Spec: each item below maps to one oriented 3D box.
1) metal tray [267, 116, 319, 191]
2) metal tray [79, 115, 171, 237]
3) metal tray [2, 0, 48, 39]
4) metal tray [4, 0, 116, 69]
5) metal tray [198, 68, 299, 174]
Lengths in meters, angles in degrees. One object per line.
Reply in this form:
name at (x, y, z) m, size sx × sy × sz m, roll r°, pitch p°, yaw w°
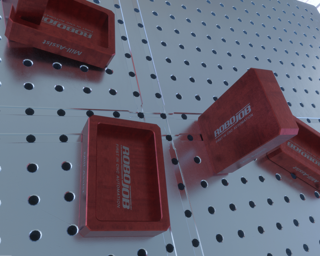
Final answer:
metal tray at (0.244, 0.041, 0.514) m, size 0.130 × 0.030 × 0.090 m, roll 31°, pitch 51°, yaw -8°
metal tray at (-0.041, 0.053, 0.351) m, size 0.091 × 0.030 × 0.130 m, roll 8°, pitch 58°, yaw -24°
metal tray at (-0.172, -0.187, 0.385) m, size 0.030 × 0.090 × 0.130 m, roll -2°, pitch 62°, yaw -37°
metal tray at (-0.126, -0.139, 0.411) m, size 0.131 × 0.030 × 0.090 m, roll 13°, pitch 54°, yaw -29°
metal tray at (0.105, -0.004, 0.402) m, size 0.030 × 0.129 × 0.090 m, roll 0°, pitch 62°, yaw -29°
